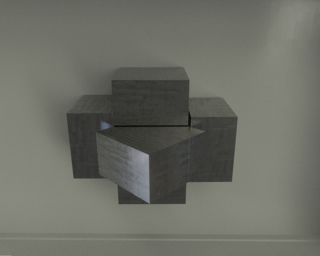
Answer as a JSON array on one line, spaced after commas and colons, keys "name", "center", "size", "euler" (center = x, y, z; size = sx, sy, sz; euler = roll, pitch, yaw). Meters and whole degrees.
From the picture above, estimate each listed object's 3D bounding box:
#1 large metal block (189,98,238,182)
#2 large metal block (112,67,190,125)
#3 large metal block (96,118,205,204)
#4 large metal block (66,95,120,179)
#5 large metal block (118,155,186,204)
[{"name": "large metal block", "center": [0.058, 0.012, 0.383], "size": [0.050, 0.080, 0.079], "euler": [0, 110, -1]}, {"name": "large metal block", "center": [-0.010, -0.040, 0.366], "size": [0.081, 0.080, 0.050], "euler": [0, 110, 0]}, {"name": "large metal block", "center": [-0.010, 0.027, 0.330], "size": [0.081, 0.080, 0.050], "euler": [-19, 117, -42]}, {"name": "large metal block", "center": [-0.075, 0.008, 0.383], "size": [0.050, 0.080, 0.079], "euler": [0, 110, 0]}, {"name": "large metal block", "center": [-0.009, 0.054, 0.401], "size": [0.081, 0.080, 0.050], "euler": [0, 110, 0]}]
